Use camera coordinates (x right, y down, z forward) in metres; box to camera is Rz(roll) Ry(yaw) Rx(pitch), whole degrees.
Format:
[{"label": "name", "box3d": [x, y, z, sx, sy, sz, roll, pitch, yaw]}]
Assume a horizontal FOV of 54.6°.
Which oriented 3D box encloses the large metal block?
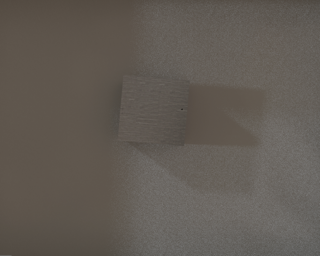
[{"label": "large metal block", "box3d": [-0.007, -0.021, 0.399, 0.080, 0.050, 0.080, 5, 90, 0]}]
